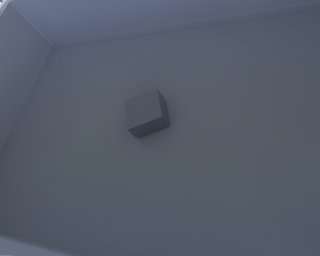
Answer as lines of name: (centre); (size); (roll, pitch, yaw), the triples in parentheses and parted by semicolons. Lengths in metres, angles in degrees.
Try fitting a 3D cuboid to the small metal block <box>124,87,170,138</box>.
small metal block: (-0.018, -0.020, 0.422); (0.050, 0.025, 0.050); (-21, 54, 15)
